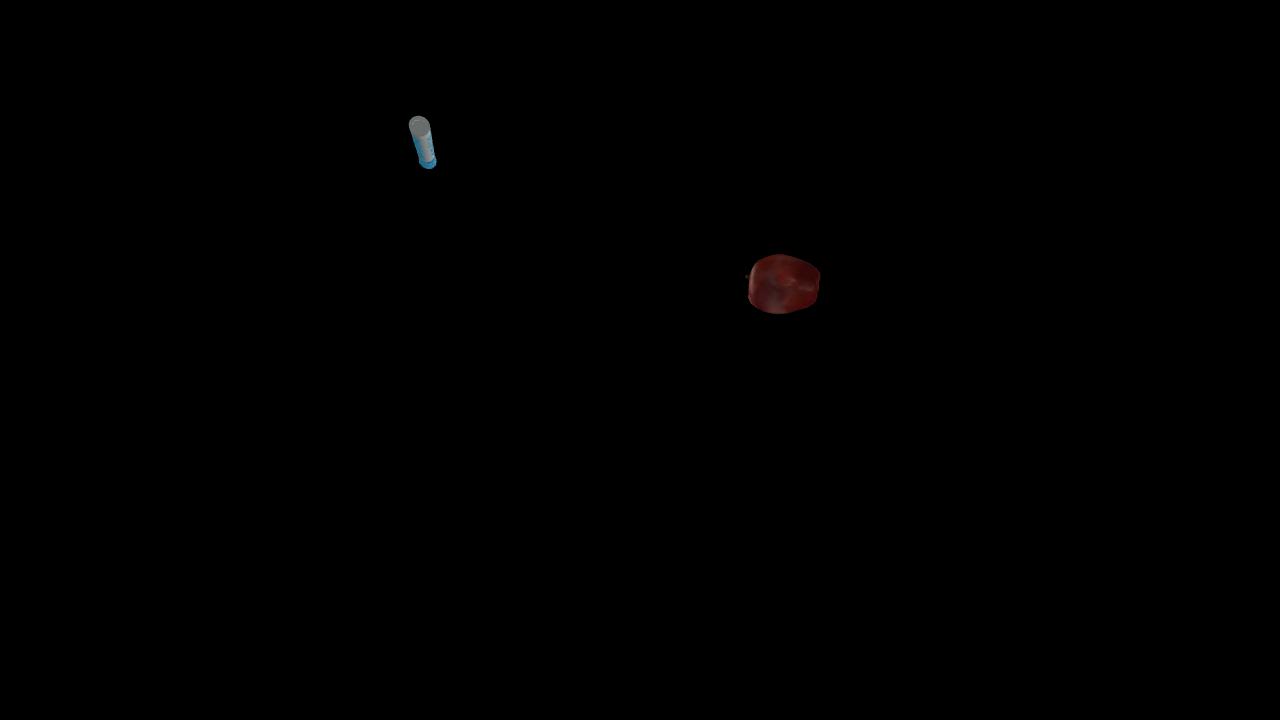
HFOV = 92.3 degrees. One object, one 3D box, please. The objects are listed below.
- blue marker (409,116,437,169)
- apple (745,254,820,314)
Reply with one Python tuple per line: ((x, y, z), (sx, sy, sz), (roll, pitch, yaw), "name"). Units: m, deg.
((-0.221, -0.219, 0.629), (0.020, 0.020, 0.121), (0, 2, -16), "blue marker")
((0.181, -0.097, 0.787), (0.093, 0.079, 0.079), (9, 2, 10), "apple")
